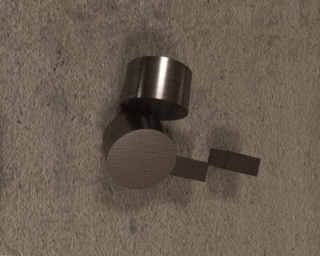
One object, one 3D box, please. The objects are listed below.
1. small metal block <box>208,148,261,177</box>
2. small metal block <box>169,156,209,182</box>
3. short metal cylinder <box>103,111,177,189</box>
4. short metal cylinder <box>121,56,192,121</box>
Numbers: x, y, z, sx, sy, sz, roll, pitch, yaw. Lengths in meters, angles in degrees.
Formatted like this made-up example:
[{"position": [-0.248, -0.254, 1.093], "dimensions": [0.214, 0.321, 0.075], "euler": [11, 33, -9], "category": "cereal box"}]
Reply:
[{"position": [0.103, 0.048, 0.435], "dimensions": [0.050, 0.050, 0.025], "euler": [15, 85, -20], "category": "small metal block"}, {"position": [0.028, 0.050, 0.407], "dimensions": [0.050, 0.050, 0.025], "euler": [15, 85, -20], "category": "small metal block"}, {"position": [-0.026, 0.026, 0.371], "dimensions": [0.081, 0.050, 0.079], "euler": [-7, 117, -13], "category": "short metal cylinder"}, {"position": [-0.004, -0.045, 0.375], "dimensions": [0.081, 0.080, 0.050], "euler": [13, 73, -20], "category": "short metal cylinder"}]
